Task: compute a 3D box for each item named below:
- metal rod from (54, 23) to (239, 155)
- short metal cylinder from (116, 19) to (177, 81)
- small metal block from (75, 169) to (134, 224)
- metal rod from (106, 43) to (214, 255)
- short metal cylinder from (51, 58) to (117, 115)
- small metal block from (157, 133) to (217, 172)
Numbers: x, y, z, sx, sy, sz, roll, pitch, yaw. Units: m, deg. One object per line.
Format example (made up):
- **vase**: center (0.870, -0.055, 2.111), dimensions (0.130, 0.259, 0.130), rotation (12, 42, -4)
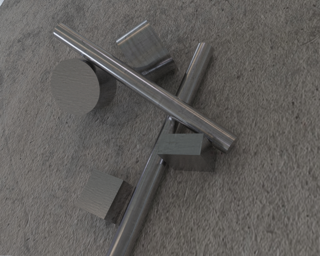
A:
- **metal rod**: center (-0.033, -0.061, 0.402), dimensions (0.300, 0.025, 0.025), rotation (36, 81, 21)
- **short metal cylinder**: center (-0.019, -0.107, 0.444), dimensions (0.050, 0.080, 0.080), rotation (-34, 51, 6)
- **small metal block**: center (-0.069, 0.085, 0.388), dimensions (0.050, 0.025, 0.050), rotation (14, 69, 33)
- **metal rod**: center (0.008, 0.017, 0.389), dimensions (0.025, 0.025, 0.300), rotation (11, 67, 32)
- **short metal cylinder**: center (-0.112, -0.063, 0.459), dimensions (0.080, 0.050, 0.079), rotation (5, 105, 19)
- **small metal block**: center (0.032, 0.029, 0.353), dimensions (0.050, 0.050, 0.025), rotation (-1, 62, 28)
